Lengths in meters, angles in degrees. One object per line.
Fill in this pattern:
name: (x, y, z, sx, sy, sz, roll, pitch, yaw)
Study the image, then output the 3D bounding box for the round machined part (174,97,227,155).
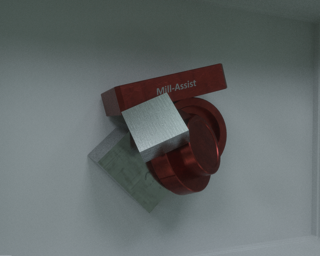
round machined part: (0.036, 0.009, 0.416, 0.099, 0.042, 0.097, 0, 90, -21)

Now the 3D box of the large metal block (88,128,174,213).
large metal block: (-0.034, 0.046, 0.368, 0.050, 0.080, 0.080, -46, 105, -14)

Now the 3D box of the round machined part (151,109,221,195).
round machined part: (0.034, 0.024, 0.352, 0.098, 0.042, 0.098, 32, 48, -43)

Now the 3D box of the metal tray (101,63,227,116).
metal tray: (0.002, -0.045, 0.375, 0.131, 0.090, 0.030, -16, 96, -20)

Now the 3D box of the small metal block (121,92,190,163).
small metal block: (-0.004, -0.001, 0.310, 0.050, 0.025, 0.050, -24, 60, -6)
